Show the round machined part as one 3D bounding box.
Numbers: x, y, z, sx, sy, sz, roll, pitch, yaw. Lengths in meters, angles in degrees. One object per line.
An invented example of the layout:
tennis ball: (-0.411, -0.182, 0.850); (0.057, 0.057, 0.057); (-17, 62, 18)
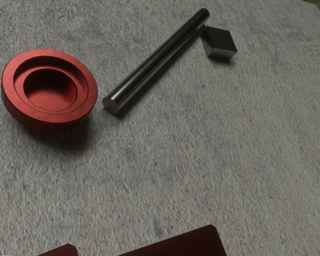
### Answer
round machined part: (-0.124, -0.038, 0.350); (0.099, 0.042, 0.098); (14, 56, -21)

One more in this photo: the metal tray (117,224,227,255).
metal tray: (0.015, 0.160, 0.312); (0.131, 0.030, 0.090); (-6, 65, -31)

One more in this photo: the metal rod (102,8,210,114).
metal rod: (0.010, -0.120, 0.483); (0.025, 0.025, 0.301); (40, 51, -2)

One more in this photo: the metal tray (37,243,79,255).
metal tray: (-0.094, 0.172, 0.244); (0.091, 0.030, 0.130); (-12, 68, -34)

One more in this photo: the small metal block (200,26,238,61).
small metal block: (0.105, -0.151, 0.555); (0.050, 0.025, 0.050); (1, 61, -28)
